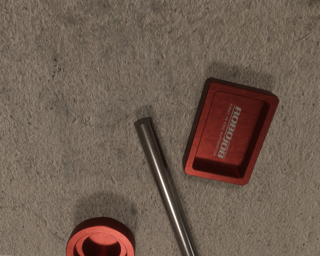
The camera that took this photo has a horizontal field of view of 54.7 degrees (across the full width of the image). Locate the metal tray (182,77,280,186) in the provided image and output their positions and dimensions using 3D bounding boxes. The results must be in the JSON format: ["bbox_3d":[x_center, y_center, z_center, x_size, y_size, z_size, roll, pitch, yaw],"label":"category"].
[{"bbox_3d":[0.089,0.007,0.410,0.091,0.030,0.129,12,110,-5],"label":"metal tray"}]

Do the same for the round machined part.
[{"bbox_3d":[-0.086,0.173,0.464,0.099,0.042,0.097,0,110,-1],"label":"round machined part"}]

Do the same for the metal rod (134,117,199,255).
[{"bbox_3d":[0.022,0.124,0.455,0.025,0.025,0.298,-17,110,5],"label":"metal rod"}]
